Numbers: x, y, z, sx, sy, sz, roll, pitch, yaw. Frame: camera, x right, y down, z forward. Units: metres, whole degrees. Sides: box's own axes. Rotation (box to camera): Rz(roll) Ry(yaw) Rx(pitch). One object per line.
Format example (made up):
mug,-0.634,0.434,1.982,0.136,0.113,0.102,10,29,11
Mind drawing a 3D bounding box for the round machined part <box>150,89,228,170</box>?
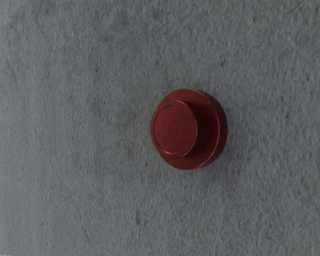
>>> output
round machined part,0.027,0.002,0.370,0.098,0.042,0.097,0,90,39
